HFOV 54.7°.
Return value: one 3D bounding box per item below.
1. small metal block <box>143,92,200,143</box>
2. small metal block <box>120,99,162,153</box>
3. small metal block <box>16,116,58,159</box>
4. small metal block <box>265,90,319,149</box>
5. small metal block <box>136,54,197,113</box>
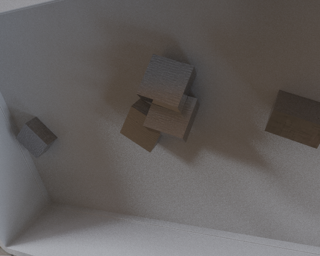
[{"bbox_3d":[0.015,-0.015,0.372,0.050,0.025,0.050,18,81,17],"label":"small metal block"},{"bbox_3d":[-0.020,-0.003,0.416,0.050,0.025,0.050,33,129,6],"label":"small metal block"},{"bbox_3d":[-0.210,0.017,0.527,0.050,0.025,0.050,46,129,-4],"label":"small metal block"},{"bbox_3d":[0.138,-0.011,0.313,0.050,0.050,0.025,21,126,15],"label":"small metal block"},{"bbox_3d":[0.008,-0.051,0.354,0.050,0.025,0.050,20,84,15],"label":"small metal block"}]
